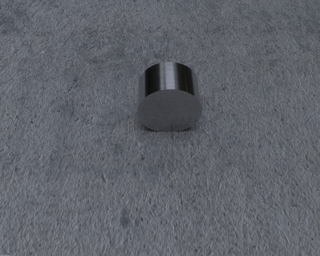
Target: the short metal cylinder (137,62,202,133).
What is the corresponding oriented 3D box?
[{"bbox_3d":[0.012,-0.038,0.402,0.081,0.080,0.050,-1,50,-1],"label":"short metal cylinder"}]
